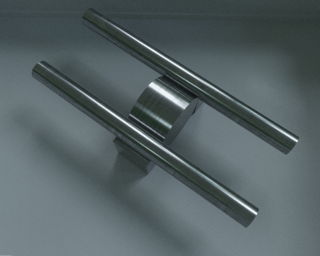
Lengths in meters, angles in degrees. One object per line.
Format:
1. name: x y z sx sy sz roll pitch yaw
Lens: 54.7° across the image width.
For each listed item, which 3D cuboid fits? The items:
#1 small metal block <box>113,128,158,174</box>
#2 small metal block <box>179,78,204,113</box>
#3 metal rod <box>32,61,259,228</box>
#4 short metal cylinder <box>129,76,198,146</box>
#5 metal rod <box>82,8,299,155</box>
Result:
1. small metal block: -0.028 0.028 0.384 0.050 0.050 0.025 35 74 11
2. small metal block: 0.035 -0.052 0.414 0.050 0.050 0.025 35 74 11
3. metal rod: -0.026 0.011 0.352 0.300 0.025 0.025 34 73 11
4. short metal cylinder: 0.004 -0.017 0.385 0.050 0.080 0.080 35 74 11
5. metal rod: 0.028 -0.063 0.378 0.300 0.025 0.025 34 73 11
